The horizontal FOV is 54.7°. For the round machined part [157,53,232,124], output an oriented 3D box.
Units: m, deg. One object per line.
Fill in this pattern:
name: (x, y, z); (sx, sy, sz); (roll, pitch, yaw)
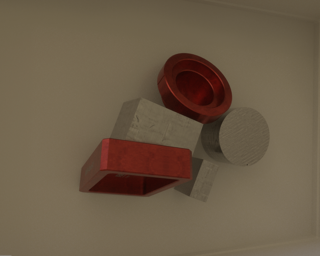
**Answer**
round machined part: (0.041, -0.046, 0.403); (0.099, 0.042, 0.098); (14, 54, -20)

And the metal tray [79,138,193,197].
metal tray: (-0.033, 0.050, 0.342); (0.091, 0.129, 0.030); (9, 67, -20)

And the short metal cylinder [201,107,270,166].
short metal cylinder: (0.106, 0.012, 0.438); (0.081, 0.050, 0.079); (0, 90, -20)

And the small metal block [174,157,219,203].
small metal block: (0.048, 0.067, 0.416); (0.025, 0.050, 0.050); (24, 82, -19)

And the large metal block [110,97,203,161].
large metal block: (-0.007, 0.004, 0.380); (0.080, 0.080, 0.050); (22, 83, -19)
